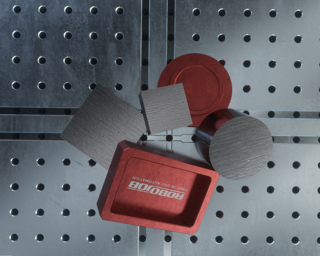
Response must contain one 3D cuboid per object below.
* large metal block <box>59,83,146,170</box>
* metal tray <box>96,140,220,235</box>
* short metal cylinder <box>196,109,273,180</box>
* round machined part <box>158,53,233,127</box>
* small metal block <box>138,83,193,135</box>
[{"bbox_3d":[-0.066,0.001,0.400,0.080,0.050,0.080,36,90,0],"label":"large metal block"},{"bbox_3d":[-0.001,0.076,0.382,0.131,0.030,0.089,17,97,-22],"label":"metal tray"},{"bbox_3d":[0.092,0.019,0.390,0.081,0.050,0.079,-3,104,-11],"label":"short metal cylinder"},{"bbox_3d":[0.046,-0.050,0.405,0.099,0.042,0.097,0,90,0],"label":"round machined part"},{"bbox_3d":[0.006,-0.022,0.367,0.050,0.025,0.050,-13,87,-11],"label":"small metal block"}]
